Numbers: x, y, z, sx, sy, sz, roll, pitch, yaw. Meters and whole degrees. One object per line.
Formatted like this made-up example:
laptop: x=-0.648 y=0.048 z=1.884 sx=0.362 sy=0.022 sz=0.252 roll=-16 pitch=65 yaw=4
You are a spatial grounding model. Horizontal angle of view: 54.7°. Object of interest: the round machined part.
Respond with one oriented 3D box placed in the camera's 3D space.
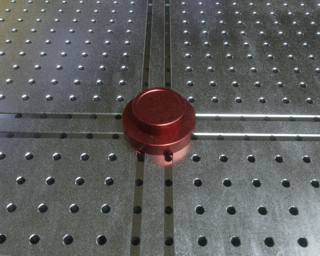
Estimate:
round machined part: x=-0.001 y=-0.016 z=0.410 sx=0.099 sy=0.042 sz=0.098 roll=0 pitch=50 yaw=0
